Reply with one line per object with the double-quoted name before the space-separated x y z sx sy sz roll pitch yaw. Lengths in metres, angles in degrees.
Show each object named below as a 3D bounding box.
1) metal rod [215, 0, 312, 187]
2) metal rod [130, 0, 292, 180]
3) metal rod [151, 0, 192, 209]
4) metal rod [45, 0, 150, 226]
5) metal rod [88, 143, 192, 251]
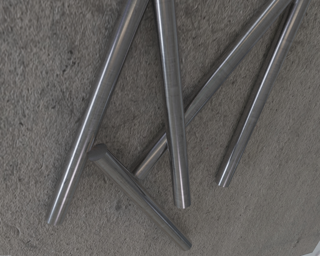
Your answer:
"metal rod" 0.144 -0.039 0.460 0.025 0.025 0.298 3 117 -30
"metal rod" 0.062 -0.052 0.407 0.025 0.025 0.299 33 100 -38
"metal rod" 0.016 -0.027 0.373 0.025 0.025 0.298 -17 118 -19
"metal rod" -0.079 -0.010 0.357 0.025 0.025 0.298 12 112 -33
"metal rod" -0.013 0.120 0.460 0.025 0.025 0.300 -37 133 -4
